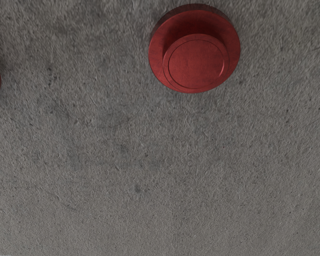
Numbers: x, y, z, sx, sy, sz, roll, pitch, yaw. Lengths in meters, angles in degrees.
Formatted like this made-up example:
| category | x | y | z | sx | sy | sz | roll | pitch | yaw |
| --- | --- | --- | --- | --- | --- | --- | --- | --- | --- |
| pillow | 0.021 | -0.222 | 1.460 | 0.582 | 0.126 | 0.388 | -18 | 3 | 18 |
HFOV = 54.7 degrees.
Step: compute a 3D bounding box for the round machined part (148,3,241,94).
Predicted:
| category | x | y | z | sx | sy | sz | roll | pitch | yaw |
| --- | --- | --- | --- | --- | --- | --- | --- | --- | --- |
| round machined part | 0.037 | -0.077 | 0.331 | 0.099 | 0.042 | 0.097 | 0 | 130 | 0 |
